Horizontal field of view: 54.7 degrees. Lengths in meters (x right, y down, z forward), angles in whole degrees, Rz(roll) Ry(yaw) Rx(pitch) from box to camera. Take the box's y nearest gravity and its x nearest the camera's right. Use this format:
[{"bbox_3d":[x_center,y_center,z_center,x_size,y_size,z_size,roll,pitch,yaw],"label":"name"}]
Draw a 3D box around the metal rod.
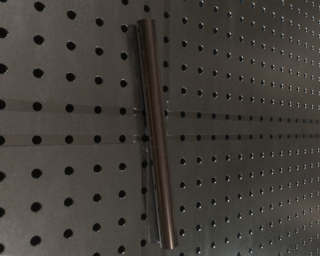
[{"bbox_3d":[-0.003,0.012,0.408,0.025,0.025,0.298,-10,97,-40],"label":"metal rod"}]
